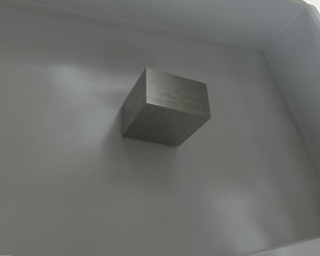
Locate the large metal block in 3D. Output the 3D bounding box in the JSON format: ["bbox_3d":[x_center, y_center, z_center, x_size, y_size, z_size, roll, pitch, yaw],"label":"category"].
[{"bbox_3d":[0.005,-0.022,0.385,0.081,0.080,0.050,12,57,-22],"label":"large metal block"}]
